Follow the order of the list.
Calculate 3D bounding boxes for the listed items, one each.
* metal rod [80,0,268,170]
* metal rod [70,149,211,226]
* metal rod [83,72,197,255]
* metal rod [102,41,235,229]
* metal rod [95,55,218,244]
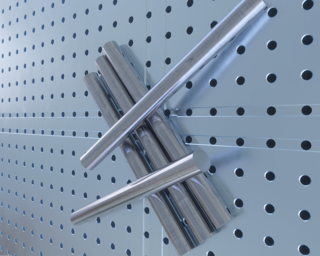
[{"bbox_3d":[0.001,-0.043,0.380,0.299,0.025,0.025,-42,65,23],"label":"metal rod"},{"bbox_3d":[-0.048,0.092,0.420,0.299,0.025,0.025,-33,70,43],"label":"metal rod"},{"bbox_3d":[-0.038,0.035,0.439,0.025,0.025,0.299,-46,63,30],"label":"metal rod"},{"bbox_3d":[-0.001,-0.008,0.408,0.025,0.025,0.299,-47,62,29],"label":"metal rod"},{"bbox_3d":[-0.016,0.012,0.421,0.025,0.025,0.299,-46,63,30],"label":"metal rod"}]
